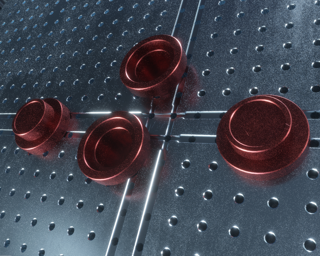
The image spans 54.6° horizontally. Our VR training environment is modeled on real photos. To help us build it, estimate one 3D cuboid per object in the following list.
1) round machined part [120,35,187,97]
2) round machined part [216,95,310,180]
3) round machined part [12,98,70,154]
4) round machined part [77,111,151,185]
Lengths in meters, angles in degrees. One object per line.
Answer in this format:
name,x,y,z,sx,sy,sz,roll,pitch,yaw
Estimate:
round machined part,-0.006,-0.085,0.454,0.098,0.042,0.098,-13,56,21
round machined part,0.109,0.004,0.338,0.098,0.042,0.098,-13,56,21
round machined part,-0.202,-0.009,0.511,0.098,0.042,0.098,-13,56,21
round machined part,-0.056,0.029,0.410,0.098,0.042,0.098,-13,56,21
